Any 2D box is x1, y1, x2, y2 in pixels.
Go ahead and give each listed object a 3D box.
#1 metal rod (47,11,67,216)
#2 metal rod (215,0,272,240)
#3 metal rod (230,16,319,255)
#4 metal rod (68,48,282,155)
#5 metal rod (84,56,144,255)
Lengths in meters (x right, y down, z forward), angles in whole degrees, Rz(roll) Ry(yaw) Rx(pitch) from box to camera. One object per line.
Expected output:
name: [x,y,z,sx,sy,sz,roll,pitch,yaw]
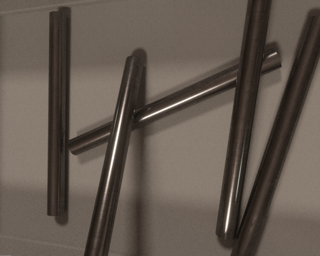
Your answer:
metal rod: [-0.154,-0.021,0.462,0.025,0.025,0.298,1,90,19]
metal rod: [0.096,-0.015,0.356,0.025,0.025,0.298,9,101,19]
metal rod: [0.138,0.021,0.361,0.025,0.025,0.298,18,96,19]
metal rod: [0.006,-0.027,0.407,0.300,0.025,0.025,-23,83,18]
metal rod: [-0.054,0.045,0.365,0.025,0.025,0.299,0,66,19]
